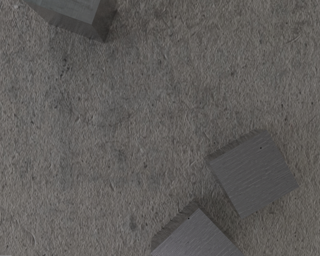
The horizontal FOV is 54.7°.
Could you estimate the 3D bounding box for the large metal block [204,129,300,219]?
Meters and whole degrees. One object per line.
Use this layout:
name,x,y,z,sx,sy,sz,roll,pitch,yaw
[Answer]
large metal block,0.114,0.056,0.398,0.080,0.050,0.080,-30,90,0

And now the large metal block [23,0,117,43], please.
large metal block,-0.105,-0.151,0.381,0.080,0.080,0.050,20,90,0

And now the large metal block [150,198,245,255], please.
large metal block,0.045,0.152,0.398,0.080,0.050,0.080,-43,90,0
